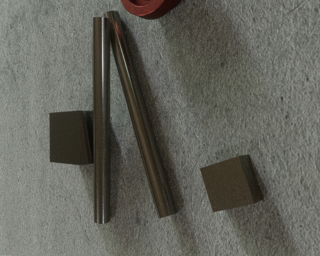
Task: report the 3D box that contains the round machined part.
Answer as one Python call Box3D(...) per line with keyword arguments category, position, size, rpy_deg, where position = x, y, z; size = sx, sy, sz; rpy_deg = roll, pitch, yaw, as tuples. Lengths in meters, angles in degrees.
Box3D(category="round machined part", position=(-0.004, -0.188, 0.395), size=(0.098, 0.042, 0.097), rpy_deg=(0, 90, 39))

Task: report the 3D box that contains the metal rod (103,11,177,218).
Box3D(category="metal rod", position=(-0.031, -0.028, 0.428), size=(0.025, 0.025, 0.299), rpy_deg=(-26, 74, 36))

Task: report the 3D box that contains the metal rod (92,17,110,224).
Box3D(category="metal rod", position=(-0.086, -0.006, 0.455), size=(0.025, 0.025, 0.298), rpy_deg=(8, 100, 39))

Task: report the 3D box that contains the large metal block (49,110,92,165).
Box3D(category="large metal block", position=(-0.131, 0.015, 0.494), size=(0.080, 0.050, 0.079), rpy_deg=(-1, 89, 39))

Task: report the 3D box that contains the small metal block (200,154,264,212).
Box3D(category="small metal block", position=(0.078, 0.061, 0.340), size=(0.050, 0.025, 0.050), rpy_deg=(-25, 74, 37))
